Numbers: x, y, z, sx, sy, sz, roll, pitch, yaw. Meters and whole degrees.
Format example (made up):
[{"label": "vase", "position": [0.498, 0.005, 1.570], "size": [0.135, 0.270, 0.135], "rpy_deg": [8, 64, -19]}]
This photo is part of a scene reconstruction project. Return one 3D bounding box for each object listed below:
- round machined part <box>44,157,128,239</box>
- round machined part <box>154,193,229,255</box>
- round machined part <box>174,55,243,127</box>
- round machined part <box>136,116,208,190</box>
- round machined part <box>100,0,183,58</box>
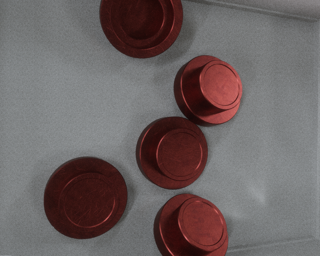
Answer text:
[{"label": "round machined part", "position": [-0.087, 0.085, 0.370], "size": [0.099, 0.042, 0.097], "rpy_deg": [0, 90, -21]}, {"label": "round machined part", "position": [0.045, 0.128, 0.393], "size": [0.099, 0.042, 0.098], "rpy_deg": [15, 48, -17]}, {"label": "round machined part", "position": [0.072, -0.053, 0.419], "size": [0.099, 0.042, 0.098], "rpy_deg": [6, 77, -26]}, {"label": "round machined part", "position": [0.021, 0.033, 0.410], "size": [0.099, 0.042, 0.097], "rpy_deg": [0, 90, -21]}, {"label": "round machined part", "position": [-0.025, -0.138, 0.381], "size": [0.099, 0.042, 0.097], "rpy_deg": [-6, 115, -13]}]
